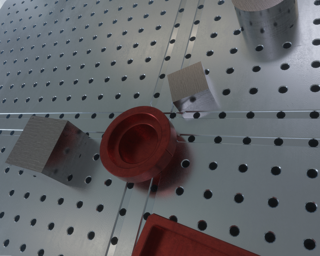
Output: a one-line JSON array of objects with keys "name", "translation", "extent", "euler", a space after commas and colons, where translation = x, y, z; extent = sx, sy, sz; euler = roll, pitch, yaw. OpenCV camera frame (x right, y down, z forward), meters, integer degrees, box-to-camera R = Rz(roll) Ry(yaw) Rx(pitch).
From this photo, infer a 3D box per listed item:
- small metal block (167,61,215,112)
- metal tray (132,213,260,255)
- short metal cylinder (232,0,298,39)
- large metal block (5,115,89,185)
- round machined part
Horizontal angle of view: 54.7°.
[{"name": "small metal block", "translation": [0.041, -0.056, 0.421], "extent": [0.050, 0.025, 0.050], "euler": [-20, 54, 16]}, {"name": "metal tray", "translation": [0.031, 0.147, 0.298], "extent": [0.130, 0.030, 0.090], "euler": [12, 68, 33]}, {"name": "short metal cylinder", "translation": [0.143, -0.169, 0.421], "extent": [0.080, 0.050, 0.080], "euler": [-13, 56, 21]}, {"name": "large metal block", "translation": [-0.166, 0.031, 0.460], "extent": [0.080, 0.050, 0.080], "euler": [7, 65, 31]}, {"name": "round machined part", "translation": [-0.024, 0.024, 0.395], "extent": [0.098, 0.042, 0.098], "euler": [-13, 56, 21]}]
